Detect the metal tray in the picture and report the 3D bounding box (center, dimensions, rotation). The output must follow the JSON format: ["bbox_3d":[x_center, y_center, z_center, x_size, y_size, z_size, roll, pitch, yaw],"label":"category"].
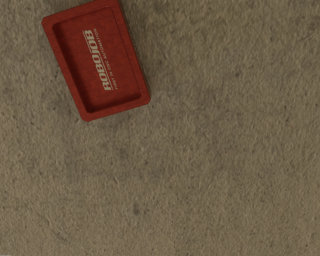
[{"bbox_3d":[-0.072,-0.081,0.376,0.090,0.030,0.129,-16,109,6],"label":"metal tray"}]
